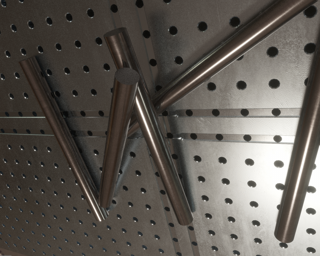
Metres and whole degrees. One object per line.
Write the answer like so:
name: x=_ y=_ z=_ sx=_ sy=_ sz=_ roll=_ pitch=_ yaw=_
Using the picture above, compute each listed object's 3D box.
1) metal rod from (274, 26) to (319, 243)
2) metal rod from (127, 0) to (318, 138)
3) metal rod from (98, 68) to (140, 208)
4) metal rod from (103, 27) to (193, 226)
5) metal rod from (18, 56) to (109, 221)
metal rod: x=0.160 y=0.015 z=0.336 sx=0.025 sy=0.025 sz=0.298 roll=11 pitch=123 yaw=22
metal rod: x=0.032 y=-0.054 z=0.359 sx=0.299 sy=0.025 sz=0.025 roll=-34 pitch=100 yaw=38
metal rod: x=-0.064 y=0.038 z=0.425 sx=0.025 sy=0.025 sz=0.298 roll=30 pitch=141 yaw=9
metal rod: x=-0.004 y=0.020 z=0.398 sx=0.025 sy=0.025 sz=0.299 roll=-1 pitch=126 yaw=28
metal rod: x=-0.149 y=0.031 z=0.506 sx=0.025 sy=0.025 sz=0.298 roll=-5 pitch=116 yaw=30
